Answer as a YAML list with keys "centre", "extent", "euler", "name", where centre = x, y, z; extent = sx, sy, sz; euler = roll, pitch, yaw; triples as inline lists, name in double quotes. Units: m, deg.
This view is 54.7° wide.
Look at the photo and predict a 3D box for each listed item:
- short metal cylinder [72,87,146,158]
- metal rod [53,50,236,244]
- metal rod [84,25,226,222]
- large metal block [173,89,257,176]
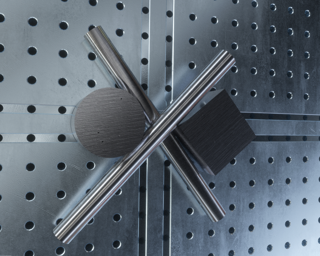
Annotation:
- centre: [-0.063, -0.006, 0.372]
  extent: [0.081, 0.050, 0.079]
  euler: [0, 90, -20]
  name: "short metal cylinder"
- centre: [-0.015, 0.019, 0.381]
  extent: [0.025, 0.025, 0.300]
  euler: [44, 84, -15]
  name: "metal rod"
- centre: [0.000, 0.003, 0.408]
  extent: [0.025, 0.025, 0.299]
  euler: [-38, 102, -16]
  name: "metal rod"
- centre: [0.068, 0.005, 0.420]
  extent: [0.080, 0.050, 0.080]
  euler: [-40, 103, -16]
  name: "large metal block"
